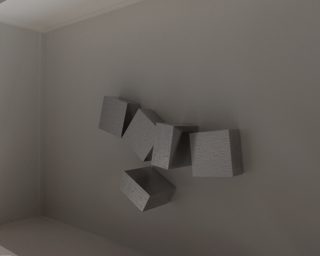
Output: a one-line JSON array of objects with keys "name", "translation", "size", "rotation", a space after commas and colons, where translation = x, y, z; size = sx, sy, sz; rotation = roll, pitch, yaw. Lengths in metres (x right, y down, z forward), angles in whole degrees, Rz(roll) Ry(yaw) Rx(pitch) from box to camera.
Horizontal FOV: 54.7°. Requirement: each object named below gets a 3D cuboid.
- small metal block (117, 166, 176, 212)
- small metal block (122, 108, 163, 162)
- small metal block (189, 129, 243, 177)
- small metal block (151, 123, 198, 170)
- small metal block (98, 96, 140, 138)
[{"name": "small metal block", "translation": [-0.017, 0.077, 0.400], "size": [0.050, 0.050, 0.025], "rotation": [37, 114, 33]}, {"name": "small metal block", "translation": [-0.017, 0.009, 0.415], "size": [0.050, 0.025, 0.050], "rotation": [46, 117, 30]}, {"name": "small metal block", "translation": [0.063, 0.029, 0.350], "size": [0.050, 0.025, 0.050], "rotation": [-7, 86, 39]}, {"name": "small metal block", "translation": [0.018, 0.020, 0.372], "size": [0.025, 0.050, 0.050], "rotation": [12, 98, 38]}, {"name": "small metal block", "translation": [-0.060, -0.017, 0.451], "size": [0.050, 0.025, 0.050], "rotation": [20, 102, 38]}]
